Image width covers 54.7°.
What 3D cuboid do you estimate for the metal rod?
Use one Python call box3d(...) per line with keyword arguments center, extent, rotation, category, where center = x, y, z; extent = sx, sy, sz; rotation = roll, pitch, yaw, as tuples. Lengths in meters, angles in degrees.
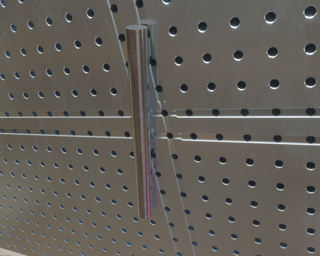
box3d(center=(-0.025, 0.012, 0.430), extent=(0.025, 0.025, 0.298), rotation=(13, 124, 21), category="metal rod")
